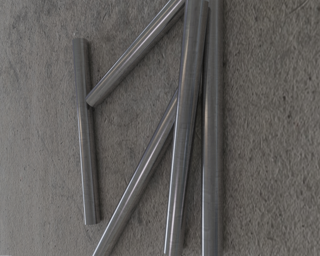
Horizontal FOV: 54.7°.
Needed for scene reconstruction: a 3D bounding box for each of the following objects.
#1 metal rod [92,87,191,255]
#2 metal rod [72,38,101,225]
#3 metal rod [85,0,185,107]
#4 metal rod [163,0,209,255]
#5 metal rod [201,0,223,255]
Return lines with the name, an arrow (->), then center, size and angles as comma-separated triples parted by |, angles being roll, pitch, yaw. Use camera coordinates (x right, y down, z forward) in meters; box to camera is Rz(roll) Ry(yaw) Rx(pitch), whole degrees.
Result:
metal rod -> -0.030, 0.076, 0.429 | 0.025, 0.025, 0.298 | 41, 115, 32
metal rod -> -0.120, 0.003, 0.504 | 0.025, 0.025, 0.298 | -8, 85, 40
metal rod -> -0.011, -0.125, 0.414 | 0.299, 0.025, 0.025 | -40, 66, 32
metal rod -> 0.028, 0.010, 0.363 | 0.025, 0.025, 0.298 | 14, 105, 39
metal rod -> 0.060, -0.004, 0.355 | 0.025, 0.025, 0.298 | 0, 90, 40
